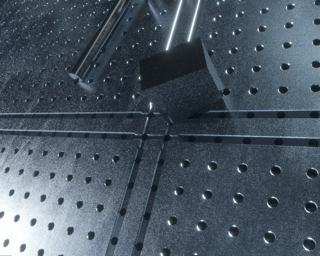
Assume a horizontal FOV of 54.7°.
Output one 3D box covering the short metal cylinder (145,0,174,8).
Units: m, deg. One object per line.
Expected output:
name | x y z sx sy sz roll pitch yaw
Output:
short metal cylinder | -0.002 -0.265 0.556 0.080 0.050 0.080 -13 56 21

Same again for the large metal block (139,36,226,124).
large metal block | 0.030 -0.056 0.392 0.080 0.080 0.050 -18 55 18

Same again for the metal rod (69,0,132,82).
metal rod | -0.084 -0.216 0.585 0.025 0.025 0.300 14 68 34
